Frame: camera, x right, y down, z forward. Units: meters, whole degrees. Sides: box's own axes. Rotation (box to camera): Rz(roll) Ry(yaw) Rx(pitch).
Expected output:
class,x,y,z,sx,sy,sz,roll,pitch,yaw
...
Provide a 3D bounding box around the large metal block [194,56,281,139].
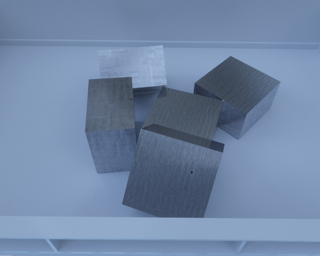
class,x,y,z,sx,sy,sz,roll,pitch,yaw
large metal block,0.102,-0.044,0.425,0.080,0.050,0.080,36,58,26

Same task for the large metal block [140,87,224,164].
class,x,y,z,sx,sy,sz,roll,pitch,yaw
large metal block,0.028,0.001,0.388,0.080,0.050,0.080,15,52,12

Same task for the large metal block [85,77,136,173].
class,x,y,z,sx,sy,sz,roll,pitch,yaw
large metal block,-0.055,-0.003,0.370,0.050,0.080,0.080,-4,50,-4

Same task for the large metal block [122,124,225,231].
class,x,y,z,sx,sy,sz,roll,pitch,yaw
large metal block,0.016,0.047,0.320,0.080,0.079,0.050,16,10,11

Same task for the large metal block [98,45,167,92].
class,x,y,z,sx,sy,sz,roll,pitch,yaw
large metal block,-0.037,-0.075,0.423,0.081,0.080,0.050,-6,92,-5
